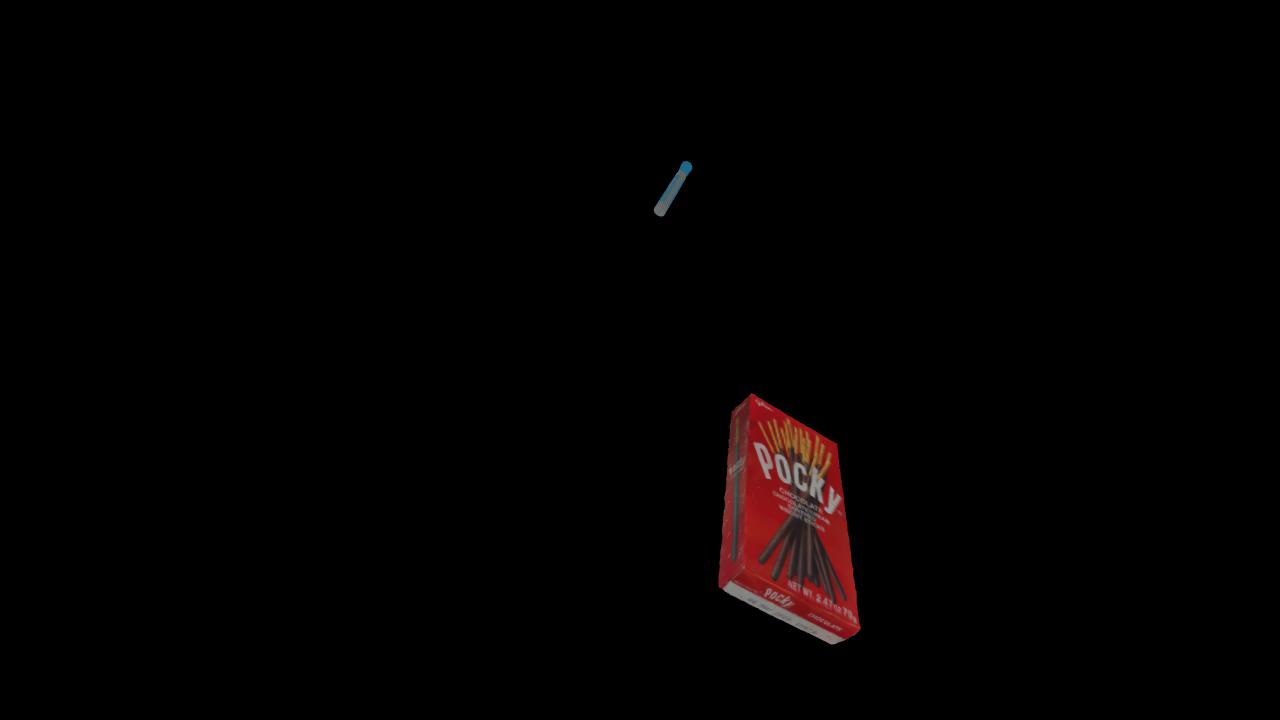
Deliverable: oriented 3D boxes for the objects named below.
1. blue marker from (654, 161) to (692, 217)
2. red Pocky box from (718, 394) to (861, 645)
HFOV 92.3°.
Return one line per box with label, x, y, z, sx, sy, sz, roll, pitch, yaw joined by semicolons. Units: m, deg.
blue marker;0.054;-0.271;0.962;0.020;0.121;0.020;21;-31;13
red Pocky box;0.096;0.094;0.403;0.083;0.028;0.155;29;36;-10
